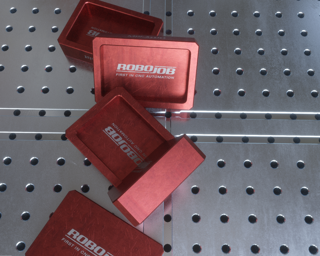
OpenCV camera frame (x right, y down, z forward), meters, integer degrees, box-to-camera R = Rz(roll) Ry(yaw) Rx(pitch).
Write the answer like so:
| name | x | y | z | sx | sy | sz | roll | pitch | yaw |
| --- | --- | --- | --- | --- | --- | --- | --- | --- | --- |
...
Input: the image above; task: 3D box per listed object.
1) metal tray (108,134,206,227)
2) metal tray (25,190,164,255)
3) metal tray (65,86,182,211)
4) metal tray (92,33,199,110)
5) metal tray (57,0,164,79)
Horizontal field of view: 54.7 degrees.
| name | x | y | z | sx | sy | sz | roll | pitch | yaw |
| --- | --- | --- | --- | --- | --- | --- | --- | --- | --- |
| metal tray | -0.011 | 0.053 | 0.335 | 0.090 | 0.130 | 0.030 | -43 | 92 | -14 |
| metal tray | -0.072 | 0.143 | 0.356 | 0.130 | 0.030 | 0.090 | 30 | 72 | 10 |
| metal tray | -0.037 | 0.024 | 0.376 | 0.130 | 0.030 | 0.090 | 44 | 76 | 5 |
| metal tray | -0.019 | -0.073 | 0.406 | 0.131 | 0.089 | 0.030 | 3 | 26 | 1 |
| metal tray | -0.070 | -0.134 | 0.457 | 0.131 | 0.030 | 0.090 | 19 | 71 | 6 |
